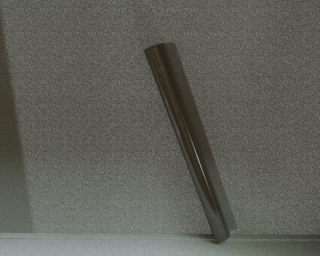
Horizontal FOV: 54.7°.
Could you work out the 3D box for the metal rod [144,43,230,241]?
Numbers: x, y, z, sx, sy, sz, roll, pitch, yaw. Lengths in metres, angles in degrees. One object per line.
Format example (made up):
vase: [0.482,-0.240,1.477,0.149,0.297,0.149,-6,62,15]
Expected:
metal rod: [0.043,0.033,0.424,0.025,0.025,0.298,-19,109,6]
